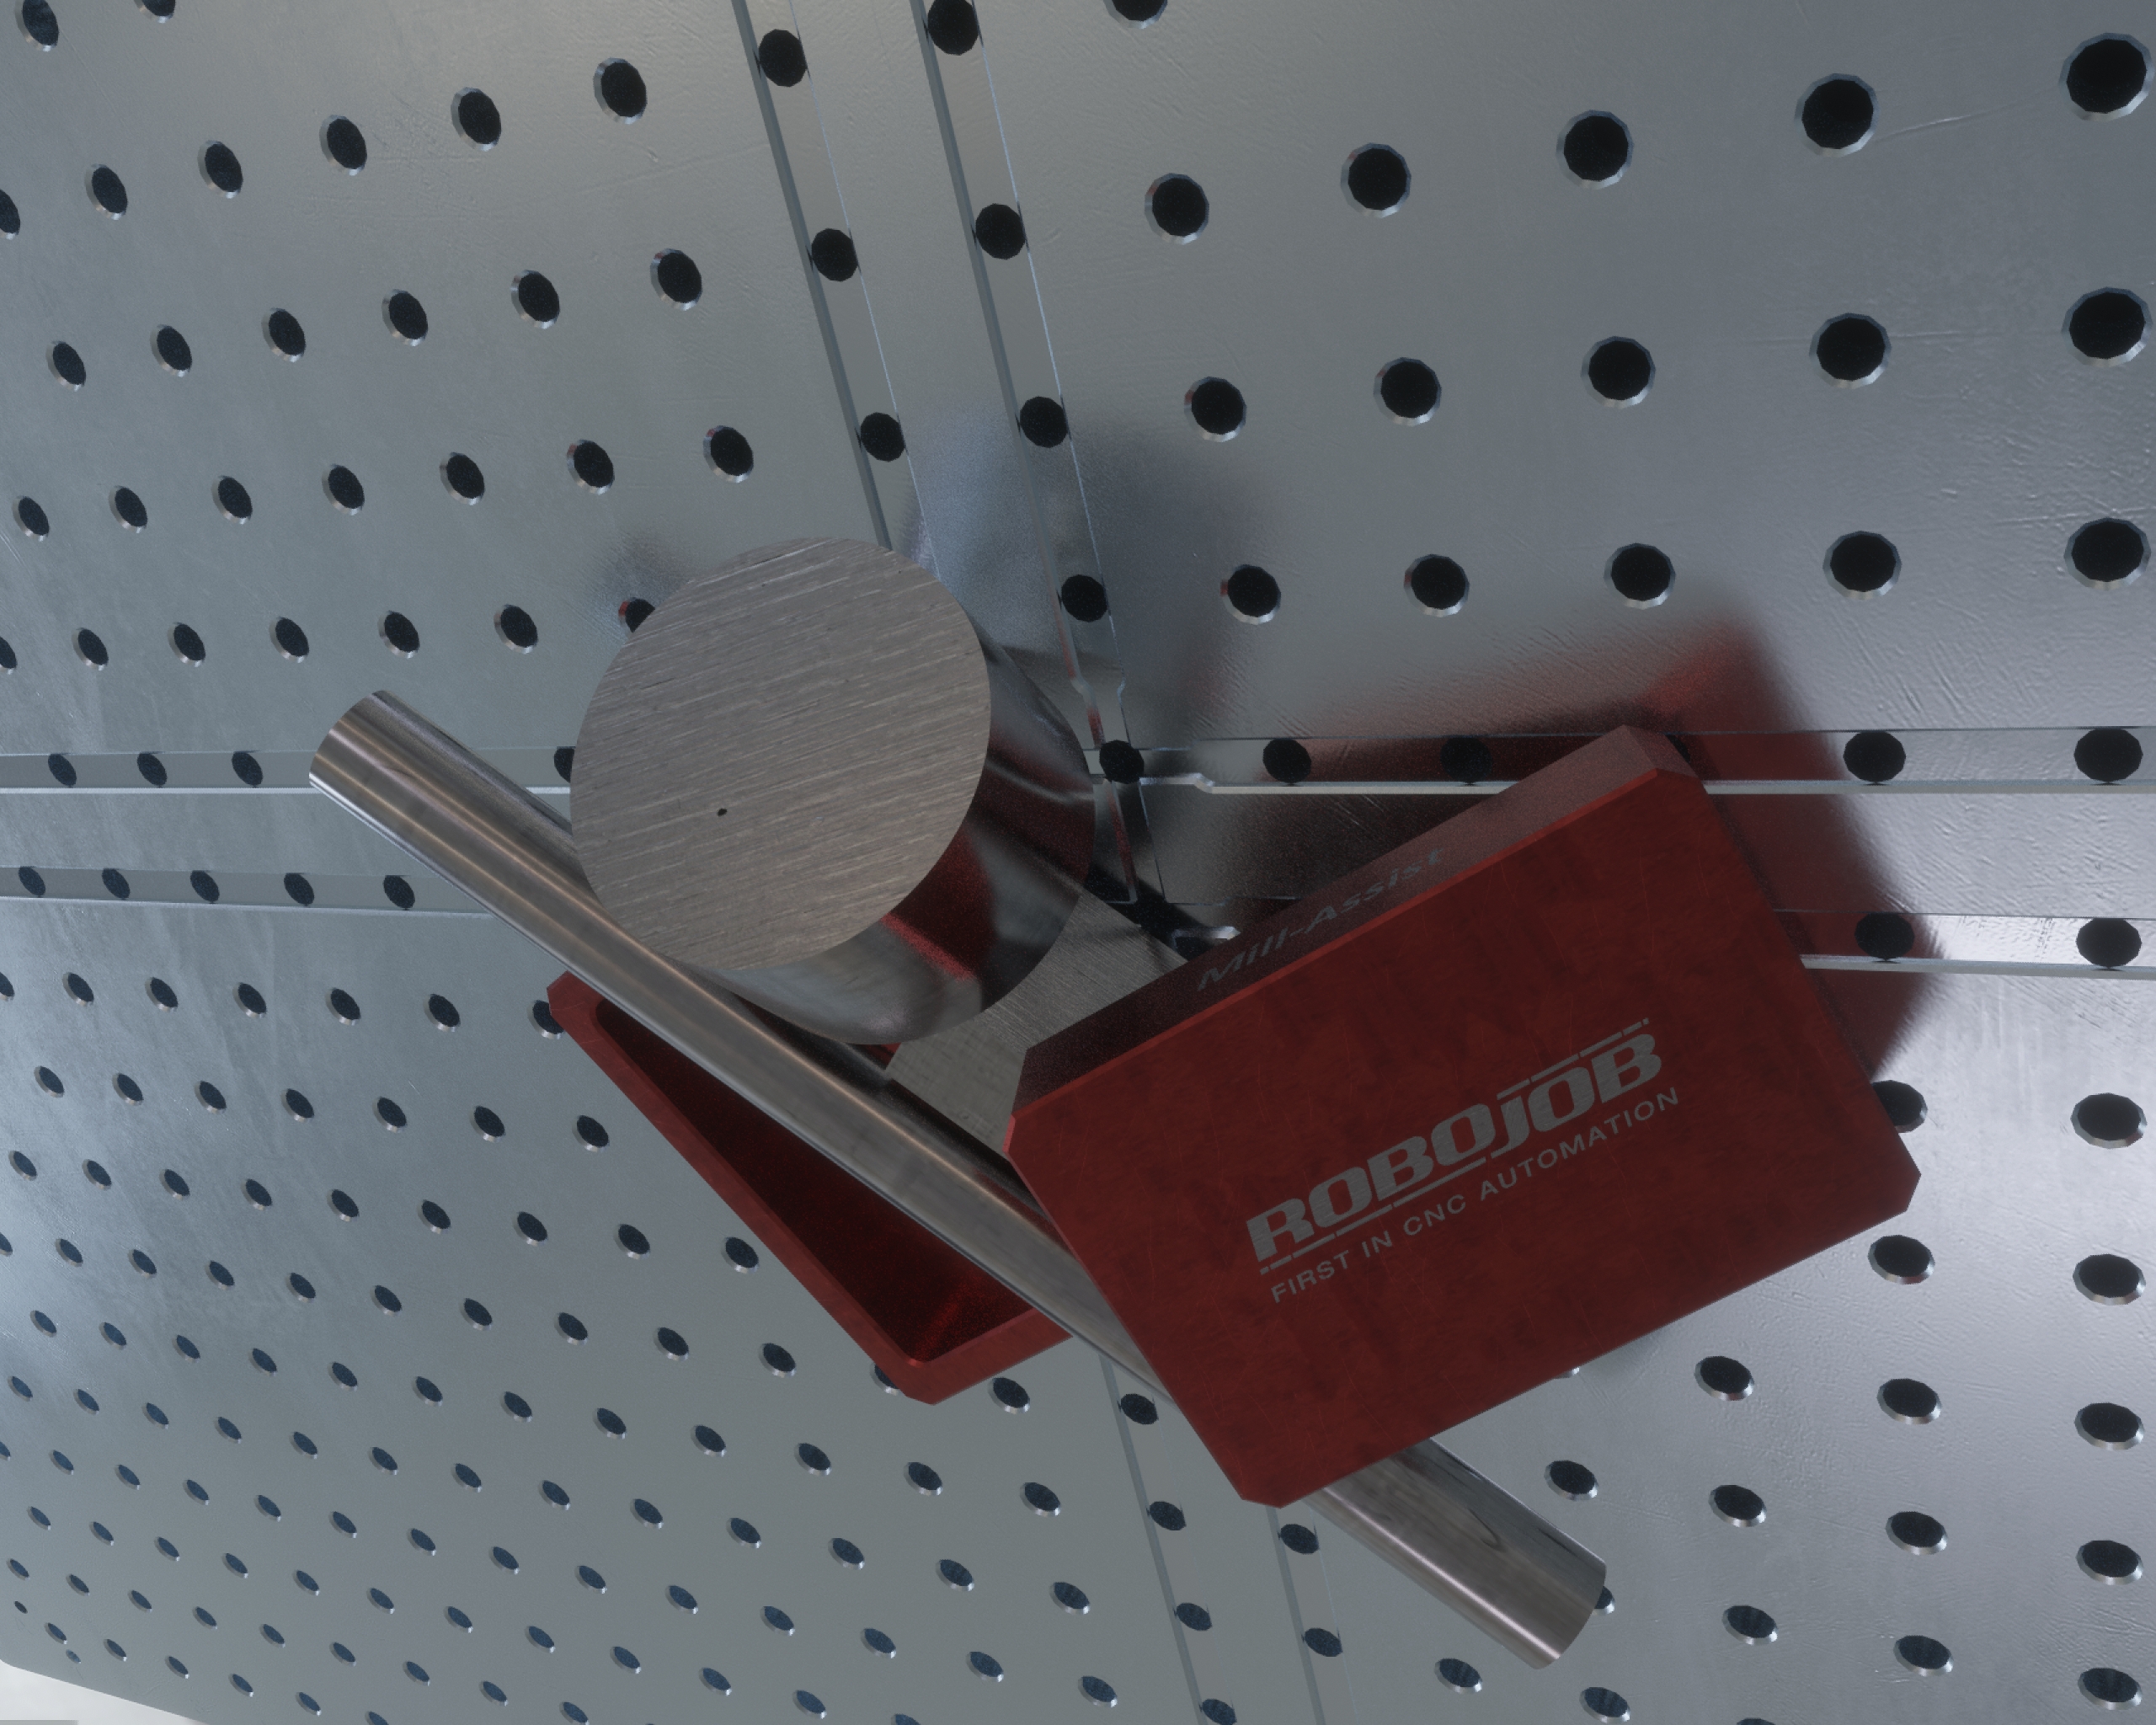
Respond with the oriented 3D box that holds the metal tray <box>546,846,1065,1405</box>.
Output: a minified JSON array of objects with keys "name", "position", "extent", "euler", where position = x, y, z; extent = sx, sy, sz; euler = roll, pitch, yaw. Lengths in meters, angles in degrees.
[{"name":"metal tray","position":[-0.044,0.052,0.458],"extent":[0.130,0.030,0.090],"euler":[49,129,-7]}]

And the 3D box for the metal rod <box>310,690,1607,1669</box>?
[{"name":"metal rod","position":[-0.027,0.061,0.419],"extent":[0.301,0.025,0.025],"euler":[35,129,4]}]

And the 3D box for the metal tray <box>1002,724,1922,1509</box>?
[{"name":"metal tray","position":[0.065,0.046,0.365],"extent":[0.130,0.030,0.090],"euler":[-30,103,12]}]

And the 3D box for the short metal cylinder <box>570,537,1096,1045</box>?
[{"name":"short metal cylinder","position":[-0.043,-0.012,0.378],"extent":[0.080,0.080,0.050],"euler":[8,164,24]}]

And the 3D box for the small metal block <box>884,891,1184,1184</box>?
[{"name":"small metal block","position":[-0.001,0.035,0.411],"extent":[0.050,0.050,0.025],"euler":[35,129,5]}]
